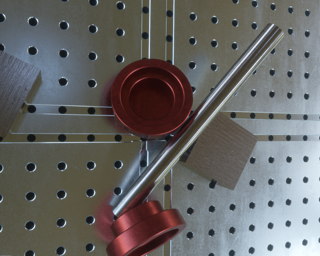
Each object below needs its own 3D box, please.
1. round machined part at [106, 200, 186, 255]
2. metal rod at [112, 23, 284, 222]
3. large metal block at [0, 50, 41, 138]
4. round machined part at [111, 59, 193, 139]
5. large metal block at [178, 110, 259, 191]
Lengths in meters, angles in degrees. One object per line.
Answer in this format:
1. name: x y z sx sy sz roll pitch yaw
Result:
1. round machined part: -0.021 0.124 0.377 0.099 0.098 0.042 -23 63 -19
2. metal rod: 0.045 -0.005 0.386 0.025 0.025 0.300 39 93 -16
3. large metal block: -0.185 -0.042 0.331 0.080 0.050 0.080 26 81 -18
4. round machined part: -0.011 -0.034 0.389 0.099 0.042 0.098 2 75 -6
5. large metal block: 0.075 0.028 0.427 0.080 0.050 0.080 32 80 -18
